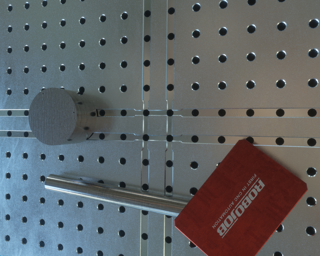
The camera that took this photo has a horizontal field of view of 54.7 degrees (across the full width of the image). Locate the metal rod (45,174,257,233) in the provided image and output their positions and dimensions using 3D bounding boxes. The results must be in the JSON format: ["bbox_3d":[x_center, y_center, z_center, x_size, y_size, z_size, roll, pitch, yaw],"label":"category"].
[{"bbox_3d":[-0.026,0.098,0.421,0.301,0.025,0.025,6,92,19],"label":"metal rod"}]

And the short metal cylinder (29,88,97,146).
[{"bbox_3d":[-0.140,-0.016,0.449,0.080,0.050,0.079,0,90,20],"label":"short metal cylinder"}]

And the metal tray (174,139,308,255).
[{"bbox_3d":[0.091,0.090,0.360,0.090,0.030,0.130,39,88,18],"label":"metal tray"}]
